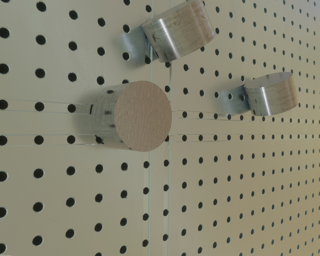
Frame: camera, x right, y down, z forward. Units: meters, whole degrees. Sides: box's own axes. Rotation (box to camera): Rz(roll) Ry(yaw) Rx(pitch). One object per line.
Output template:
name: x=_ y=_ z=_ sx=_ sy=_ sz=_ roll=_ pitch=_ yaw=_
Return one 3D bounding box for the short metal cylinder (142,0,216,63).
short metal cylinder: x=0.024 y=-0.124 z=0.393 sx=0.080 sy=0.080 sz=0.050 roll=-42 pitch=116 yaw=-32

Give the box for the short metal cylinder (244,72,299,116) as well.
short metal cylinder: x=0.191 y=-0.059 z=0.533 sx=0.081 sy=0.080 sz=0.050 roll=-32 pitch=110 yaw=-36

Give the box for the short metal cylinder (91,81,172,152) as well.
short metal cylinder: x=-0.033 y=-0.013 z=0.365 sx=0.081 sy=0.050 sz=0.079 roll=0 pitch=91 yaw=-40
